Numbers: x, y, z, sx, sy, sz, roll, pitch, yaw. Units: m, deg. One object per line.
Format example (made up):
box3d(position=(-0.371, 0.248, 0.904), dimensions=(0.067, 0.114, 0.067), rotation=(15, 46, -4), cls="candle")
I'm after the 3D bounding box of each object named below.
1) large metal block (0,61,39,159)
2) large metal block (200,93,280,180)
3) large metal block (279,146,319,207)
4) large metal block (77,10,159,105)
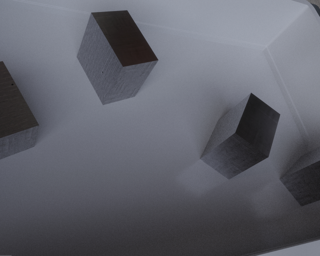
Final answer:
box3d(position=(-0.177, -0.010, 0.300), dimensions=(0.081, 0.050, 0.080), rotation=(-24, 75, -37), cls="large metal block")
box3d(position=(0.109, 0.012, 0.421), dimensions=(0.050, 0.080, 0.080), rotation=(36, 51, -5), cls="large metal block")
box3d(position=(0.241, 0.064, 0.461), dimensions=(0.081, 0.080, 0.050), rotation=(-30, 78, -38), cls="large metal block")
box3d(position=(-0.057, -0.088, 0.393), dimensions=(0.050, 0.080, 0.080), rotation=(-20, 73, -35), cls="large metal block")
